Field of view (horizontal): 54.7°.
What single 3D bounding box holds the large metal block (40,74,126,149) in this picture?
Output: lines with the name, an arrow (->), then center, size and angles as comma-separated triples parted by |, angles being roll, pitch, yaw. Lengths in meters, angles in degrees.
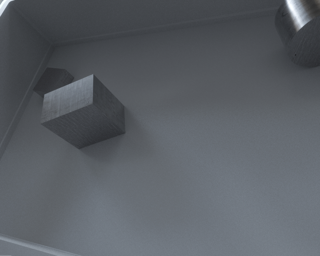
large metal block -> -0.105, -0.020, 0.436 | 0.080, 0.080, 0.050 | -19, 55, 17

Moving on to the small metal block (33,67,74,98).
small metal block -> -0.189, -0.079, 0.551 | 0.050, 0.025, 0.050 | 12, 67, 32

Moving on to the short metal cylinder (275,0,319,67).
short metal cylinder -> 0.177, -0.115, 0.348 | 0.080, 0.080, 0.050 | -18, 55, 17
